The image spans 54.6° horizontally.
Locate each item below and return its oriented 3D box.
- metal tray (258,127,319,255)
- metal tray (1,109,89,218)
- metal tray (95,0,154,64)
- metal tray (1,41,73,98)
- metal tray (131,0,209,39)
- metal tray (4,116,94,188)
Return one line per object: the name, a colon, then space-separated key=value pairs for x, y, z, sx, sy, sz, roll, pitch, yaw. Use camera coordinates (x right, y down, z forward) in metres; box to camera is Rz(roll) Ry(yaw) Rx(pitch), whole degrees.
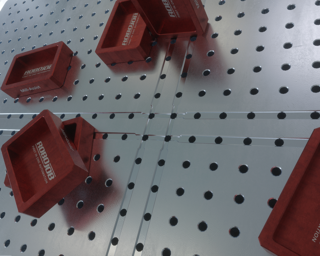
metal tray: x=0.160 y=0.071 z=0.277 sx=0.090 sy=0.030 sz=0.130 roll=23 pitch=74 yaw=36
metal tray: x=-0.162 y=0.044 z=0.424 sx=0.090 sy=0.030 sz=0.130 roll=-40 pitch=51 yaw=0
metal tray: x=-0.051 y=-0.175 z=0.540 sx=0.090 sy=0.030 sz=0.130 roll=1 pitch=62 yaw=28
metal tray: x=-0.238 y=-0.112 z=0.600 sx=0.130 sy=0.030 sz=0.090 roll=-8 pitch=58 yaw=24
metal tray: x=0.008 y=-0.189 z=0.454 sx=0.090 sy=0.130 sz=0.030 roll=5 pitch=64 yaw=30
metal tray: x=-0.166 y=0.041 z=0.468 sx=0.130 sy=0.030 sz=0.090 roll=-14 pitch=56 yaw=20
